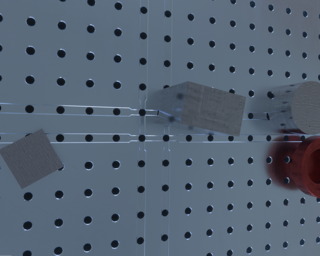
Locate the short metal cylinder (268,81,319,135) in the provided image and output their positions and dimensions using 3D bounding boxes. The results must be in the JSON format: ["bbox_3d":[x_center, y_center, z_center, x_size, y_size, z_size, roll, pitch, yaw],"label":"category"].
[{"bbox_3d":[0.218,-0.030,0.482,0.081,0.050,0.079,0,90,-21],"label":"short metal cylinder"}]

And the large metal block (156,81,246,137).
[{"bbox_3d":[0.051,-0.022,0.403,0.081,0.080,0.050,12,86,-20],"label":"large metal block"}]

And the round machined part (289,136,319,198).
[{"bbox_3d":[0.250,0.061,0.498,0.099,0.042,0.097,0,90,-21],"label":"round machined part"}]

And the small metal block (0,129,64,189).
[{"bbox_3d":[-0.148,0.034,0.358,0.050,0.025,0.050,-30,100,-18],"label":"small metal block"}]
